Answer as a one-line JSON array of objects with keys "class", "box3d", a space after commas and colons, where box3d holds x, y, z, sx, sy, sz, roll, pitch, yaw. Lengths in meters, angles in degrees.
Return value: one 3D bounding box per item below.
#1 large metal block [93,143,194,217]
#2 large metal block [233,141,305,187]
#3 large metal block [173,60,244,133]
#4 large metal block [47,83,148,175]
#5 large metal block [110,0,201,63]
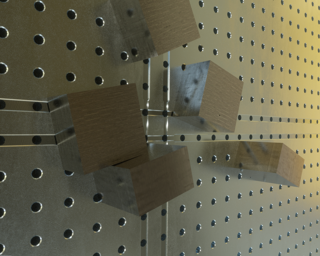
[{"class": "large metal block", "box3d": [-0.021, 0.054, 0.358, 0.081, 0.080, 0.050, -18, 102, -39]}, {"class": "large metal block", "box3d": [0.188, 0.062, 0.535, 0.080, 0.080, 0.050, 29, 72, -37]}, {"class": "large metal block", "box3d": [0.073, -0.043, 0.456, 0.080, 0.050, 0.080, 21, 77, -38]}, {"class": "large metal block", "box3d": [-0.066, -0.002, 0.339, 0.081, 0.050, 0.079, -16, 101, -39]}, {"class": "large metal block", "box3d": [-0.004, -0.137, 0.391, 0.081, 0.050, 0.080, -33, 111, -35]}]
